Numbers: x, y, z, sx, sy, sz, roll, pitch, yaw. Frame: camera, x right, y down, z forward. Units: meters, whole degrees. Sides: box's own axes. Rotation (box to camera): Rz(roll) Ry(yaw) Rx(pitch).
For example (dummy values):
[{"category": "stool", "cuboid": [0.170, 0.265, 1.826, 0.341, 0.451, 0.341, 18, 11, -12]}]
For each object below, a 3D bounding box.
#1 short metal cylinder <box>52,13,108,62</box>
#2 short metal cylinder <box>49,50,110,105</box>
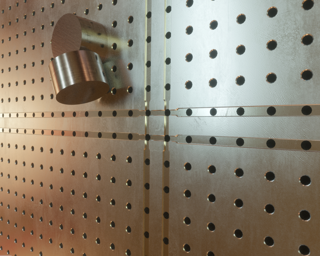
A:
[{"category": "short metal cylinder", "cuboid": [-0.129, -0.136, 0.497, 0.080, 0.050, 0.079, 0, 90, 39]}, {"category": "short metal cylinder", "cuboid": [-0.123, -0.075, 0.472, 0.080, 0.081, 0.050, -28, 73, 36]}]
